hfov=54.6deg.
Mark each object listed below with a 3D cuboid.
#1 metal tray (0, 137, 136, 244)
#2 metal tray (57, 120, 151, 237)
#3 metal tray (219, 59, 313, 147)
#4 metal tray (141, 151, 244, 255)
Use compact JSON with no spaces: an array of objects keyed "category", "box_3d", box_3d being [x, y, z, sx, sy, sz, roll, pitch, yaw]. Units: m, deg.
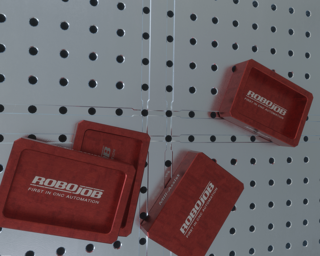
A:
[{"category":"metal tray","box_3d":[-0.101,0.069,0.340,0.131,0.030,0.090,17,84,-19]},{"category":"metal tray","box_3d":[-0.070,0.062,0.384,0.091,0.030,0.129,13,86,-20]},{"category":"metal tray","box_3d":[0.163,-0.035,0.469,0.131,0.030,0.090,24,82,-19]},{"category":"metal tray","box_3d":[0.047,0.108,0.427,0.090,0.030,0.130,38,78,-16]}]
